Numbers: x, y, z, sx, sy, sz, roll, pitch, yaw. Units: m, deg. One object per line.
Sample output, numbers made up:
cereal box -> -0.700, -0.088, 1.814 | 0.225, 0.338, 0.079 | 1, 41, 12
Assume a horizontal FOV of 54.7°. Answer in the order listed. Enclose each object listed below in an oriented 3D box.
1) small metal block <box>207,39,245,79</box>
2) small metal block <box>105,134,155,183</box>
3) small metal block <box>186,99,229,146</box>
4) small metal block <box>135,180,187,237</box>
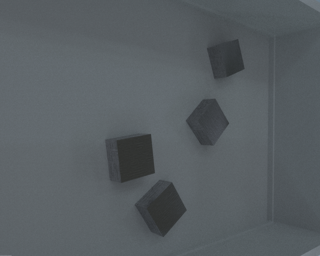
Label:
small metal block -> 0.107, -0.111, 0.499 | 0.050, 0.025, 0.050 | -27, 107, -37
small metal block -> -0.036, 0.035, 0.378 | 0.050, 0.025, 0.050 | -10, 97, -40
small metal block -> 0.073, -0.009, 0.471 | 0.050, 0.025, 0.050 | -50, 120, -28
small metal block -> 0.002, 0.105, 0.411 | 0.050, 0.025, 0.050 | -41, 115, -33
